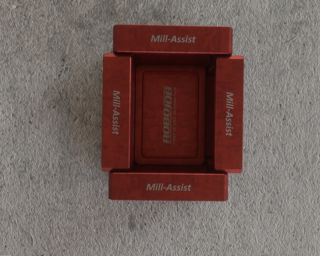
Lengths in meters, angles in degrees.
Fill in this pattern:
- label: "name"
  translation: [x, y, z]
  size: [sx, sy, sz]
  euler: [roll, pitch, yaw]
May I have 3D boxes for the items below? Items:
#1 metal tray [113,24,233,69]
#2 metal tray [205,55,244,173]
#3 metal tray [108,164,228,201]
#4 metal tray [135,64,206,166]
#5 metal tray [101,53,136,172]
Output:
- label: "metal tray"
  translation: [0.014, -0.096, 0.378]
  size: [0.131, 0.090, 0.030]
  euler: [1, 90, -1]
- label: "metal tray"
  translation: [0.075, -0.015, 0.379]
  size: [0.030, 0.090, 0.129]
  euler: [1, 90, 0]
- label: "metal tray"
  translation: [0.009, 0.063, 0.378]
  size: [0.131, 0.090, 0.030]
  euler: [1, 90, -1]
- label: "metal tray"
  translation: [0.013, -0.017, 0.409]
  size: [0.091, 0.030, 0.129]
  euler: [1, 90, -1]
- label: "metal tray"
  translation: [-0.047, -0.017, 0.377]
  size: [0.030, 0.090, 0.129]
  euler: [1, 90, 0]
